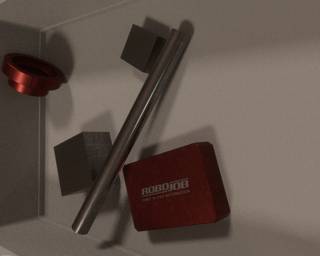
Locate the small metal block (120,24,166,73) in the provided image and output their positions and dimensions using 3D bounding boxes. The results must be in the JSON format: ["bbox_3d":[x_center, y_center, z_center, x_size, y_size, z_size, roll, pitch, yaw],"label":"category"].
[{"bbox_3d":[-0.021,-0.107,0.422,0.050,0.025,0.050,37,112,33],"label":"small metal block"}]

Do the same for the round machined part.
[{"bbox_3d":[-0.224,-0.089,0.540,0.098,0.099,0.042,41,115,32],"label":"round machined part"}]

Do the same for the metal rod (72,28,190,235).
[{"bbox_3d":[-0.043,0.012,0.410,0.025,0.025,0.298,35,102,34],"label":"metal rod"}]

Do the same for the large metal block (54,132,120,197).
[{"bbox_3d":[-0.116,0.056,0.482,0.080,0.050,0.080,-24,74,37],"label":"large metal block"}]

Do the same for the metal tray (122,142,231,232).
[{"bbox_3d":[0.015,0.076,0.390,0.130,0.030,0.090,-21,77,37],"label":"metal tray"}]
